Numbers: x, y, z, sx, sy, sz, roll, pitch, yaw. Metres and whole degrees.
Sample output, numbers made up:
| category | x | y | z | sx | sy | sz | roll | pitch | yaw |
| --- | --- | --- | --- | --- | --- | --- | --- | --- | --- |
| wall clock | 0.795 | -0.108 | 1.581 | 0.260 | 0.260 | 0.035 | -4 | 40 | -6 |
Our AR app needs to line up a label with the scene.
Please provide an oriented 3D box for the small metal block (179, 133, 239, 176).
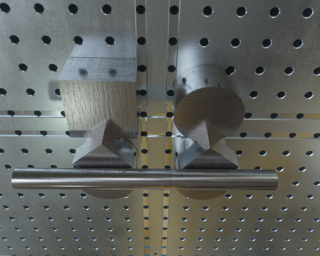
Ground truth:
| category | x | y | z | sx | sy | sz | roll | pitch | yaw |
| --- | --- | --- | --- | --- | --- | --- | --- | --- | --- |
| small metal block | 0.060 | 0.041 | 0.381 | 0.050 | 0.025 | 0.050 | 33 | 123 | -25 |

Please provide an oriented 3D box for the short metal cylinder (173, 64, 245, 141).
| category | x | y | z | sx | sy | sz | roll | pitch | yaw |
| --- | --- | --- | --- | --- | --- | --- | --- | --- | --- |
| short metal cylinder | 0.056 | -0.029 | 0.371 | 0.081 | 0.050 | 0.079 | 0 | 130 | 0 |

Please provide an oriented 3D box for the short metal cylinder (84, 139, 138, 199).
| category | x | y | z | sx | sy | sz | roll | pitch | yaw |
| --- | --- | --- | --- | --- | --- | --- | --- | --- | --- |
| short metal cylinder | -0.073 | 0.057 | 0.442 | 0.081 | 0.050 | 0.079 | 0 | 130 | 0 |

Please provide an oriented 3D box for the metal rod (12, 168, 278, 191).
| category | x | y | z | sx | sy | sz | roll | pitch | yaw |
| --- | --- | --- | --- | --- | --- | --- | --- | --- | --- |
| metal rod | -0.016 | 0.060 | 0.363 | 0.302 | 0.025 | 0.025 | 1 | 130 | -1 |

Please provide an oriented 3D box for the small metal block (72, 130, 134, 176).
| category | x | y | z | sx | sy | sz | roll | pitch | yaw |
| --- | --- | --- | --- | --- | --- | --- | --- | --- | --- |
| small metal block | -0.068 | 0.037 | 0.377 | 0.050 | 0.025 | 0.050 | -33 | 123 | 24 |

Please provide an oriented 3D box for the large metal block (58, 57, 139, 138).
| category | x | y | z | sx | sy | sz | roll | pitch | yaw |
| --- | --- | --- | --- | --- | --- | --- | --- | --- | --- |
| large metal block | -0.066 | -0.034 | 0.364 | 0.081 | 0.050 | 0.079 | 1 | 130 | -1 |

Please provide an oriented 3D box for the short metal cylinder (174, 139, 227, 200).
| category | x | y | z | sx | sy | sz | roll | pitch | yaw |
| --- | --- | --- | --- | --- | --- | --- | --- | --- | --- |
| short metal cylinder | 0.061 | 0.059 | 0.446 | 0.081 | 0.050 | 0.079 | 0 | 130 | 0 |
